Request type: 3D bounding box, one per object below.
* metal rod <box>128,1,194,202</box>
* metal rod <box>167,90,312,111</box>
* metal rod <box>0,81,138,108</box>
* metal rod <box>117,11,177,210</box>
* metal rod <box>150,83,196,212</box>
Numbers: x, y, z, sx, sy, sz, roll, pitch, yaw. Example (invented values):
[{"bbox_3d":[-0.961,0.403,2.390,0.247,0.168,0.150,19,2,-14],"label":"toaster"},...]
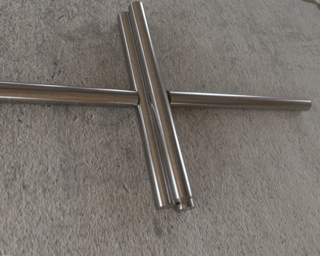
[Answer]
[{"bbox_3d":[-0.005,-0.052,0.410,0.025,0.025,0.299,1,61,-28],"label":"metal rod"},{"bbox_3d":[0.142,-0.043,0.510,0.303,0.025,0.025,-1,62,-29],"label":"metal rod"},{"bbox_3d":[-0.167,-0.039,0.339,0.303,0.025,0.025,0,62,-28],"label":"metal rod"},{"bbox_3d":[-0.024,-0.041,0.419,0.025,0.025,0.299,1,61,-28],"label":"metal rod"},{"bbox_3d":[-0.001,-0.035,0.429,0.025,0.025,0.299,1,61,-28],"label":"metal rod"}]
